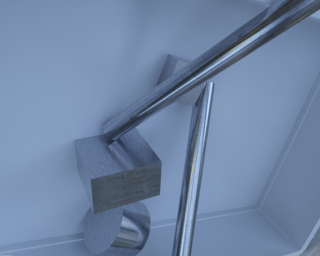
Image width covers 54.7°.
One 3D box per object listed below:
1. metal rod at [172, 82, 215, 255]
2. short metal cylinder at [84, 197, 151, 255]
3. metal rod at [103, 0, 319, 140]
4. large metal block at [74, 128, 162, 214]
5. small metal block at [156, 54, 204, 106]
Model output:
[{"bbox_3d":[0.039,0.088,0.406,0.025,0.025,0.298,9,88,-33],"label":"metal rod"},{"bbox_3d":[-0.059,0.134,0.425,0.050,0.080,0.080,31,101,-38],"label":"short metal cylinder"},{"bbox_3d":[0.046,-0.060,0.299,0.299,0.025,0.025,-31,138,34],"label":"metal rod"},{"bbox_3d":[-0.052,0.048,0.375,0.081,0.080,0.050,-11,124,-23],"label":"large metal block"},{"bbox_3d":[0.028,-0.059,0.389,0.050,0.025,0.050,9,114,-33],"label":"small metal block"}]
